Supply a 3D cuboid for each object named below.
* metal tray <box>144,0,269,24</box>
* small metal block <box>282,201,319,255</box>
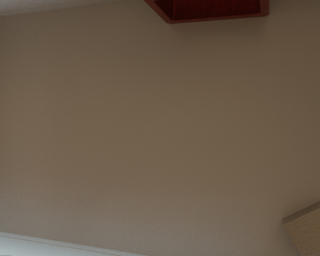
[{"bbox_3d":[0.057,-0.153,0.355,0.130,0.090,0.030,2,91,19],"label":"metal tray"},{"bbox_3d":[0.175,0.118,0.349,0.050,0.025,0.050,-33,80,16],"label":"small metal block"}]
